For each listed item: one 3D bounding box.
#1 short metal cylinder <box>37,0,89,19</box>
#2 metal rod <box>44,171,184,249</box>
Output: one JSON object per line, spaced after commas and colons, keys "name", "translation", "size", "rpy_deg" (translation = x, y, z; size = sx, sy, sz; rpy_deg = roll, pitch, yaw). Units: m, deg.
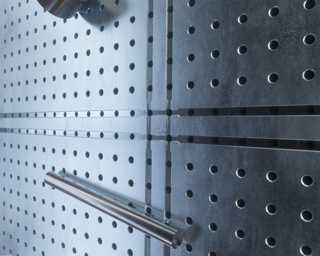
{"name": "short metal cylinder", "translation": [-0.159, -0.227, 0.505], "size": [0.050, 0.081, 0.080], "rpy_deg": [-28, 73, 36]}
{"name": "metal rod", "translation": [-0.091, 0.117, 0.484], "size": [0.300, 0.025, 0.025], "rpy_deg": [12, 98, 39]}
